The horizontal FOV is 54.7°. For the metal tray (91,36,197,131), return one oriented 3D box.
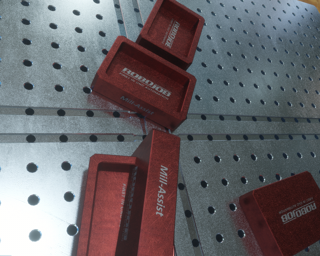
[{"bbox_3d":[-0.018,-0.064,0.435,0.131,0.030,0.090,27,52,-12],"label":"metal tray"}]

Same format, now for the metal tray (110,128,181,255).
[{"bbox_3d":[-0.016,0.077,0.310,0.030,0.090,0.130,18,54,-16],"label":"metal tray"}]

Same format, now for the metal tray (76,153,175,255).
[{"bbox_3d":[-0.033,0.093,0.315,0.091,0.030,0.130,5,58,-8],"label":"metal tray"}]

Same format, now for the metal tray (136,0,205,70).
[{"bbox_3d":[0.019,-0.158,0.513,0.090,0.030,0.130,27,52,-12],"label":"metal tray"}]

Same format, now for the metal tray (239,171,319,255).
[{"bbox_3d":[0.183,0.119,0.434,0.131,0.030,0.090,-9,67,-32],"label":"metal tray"}]
